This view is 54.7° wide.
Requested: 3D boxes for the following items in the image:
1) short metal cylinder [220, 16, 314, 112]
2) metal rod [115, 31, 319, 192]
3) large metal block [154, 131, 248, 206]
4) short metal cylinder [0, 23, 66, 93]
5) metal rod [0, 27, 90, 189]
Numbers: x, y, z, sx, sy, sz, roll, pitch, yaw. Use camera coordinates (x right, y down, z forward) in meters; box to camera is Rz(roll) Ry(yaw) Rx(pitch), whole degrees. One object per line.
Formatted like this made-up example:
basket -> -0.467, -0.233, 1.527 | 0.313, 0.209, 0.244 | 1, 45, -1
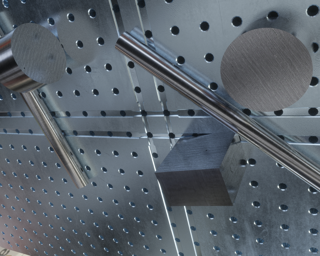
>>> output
short metal cylinder -> 0.105, -0.062, 0.301 | 0.080, 0.050, 0.079 | 13, 124, 21
metal rod -> 0.076, -0.017, 0.360 | 0.301, 0.025, 0.025 | 36, 129, 4
large metal block -> 0.053, 0.049, 0.378 | 0.080, 0.080, 0.050 | -9, 114, 32
short metal cylinder -> -0.173, -0.091, 0.411 | 0.050, 0.080, 0.080 | -12, 112, 33
metal rod -> -0.193, -0.030, 0.494 | 0.025, 0.025, 0.299 | -12, 113, 33
